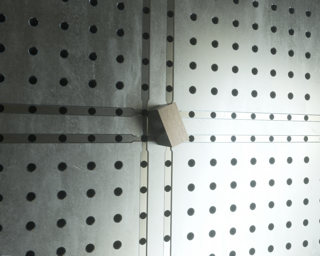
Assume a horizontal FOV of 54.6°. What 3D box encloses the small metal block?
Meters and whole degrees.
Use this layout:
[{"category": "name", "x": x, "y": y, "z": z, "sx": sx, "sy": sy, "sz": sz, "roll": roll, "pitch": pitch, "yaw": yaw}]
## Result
[{"category": "small metal block", "x": 0.008, "y": -0.004, "z": 0.402, "sx": 0.025, "sy": 0.050, "sz": 0.050, "roll": -24, "pitch": 99, "yaw": -18}]
